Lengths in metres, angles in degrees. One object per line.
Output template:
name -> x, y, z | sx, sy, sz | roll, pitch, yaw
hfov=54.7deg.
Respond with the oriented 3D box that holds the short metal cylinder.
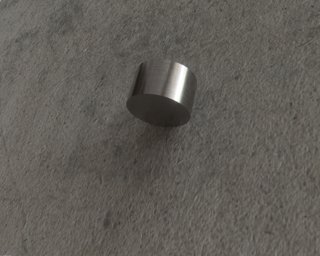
short metal cylinder -> 0.003, -0.042, 0.391 | 0.080, 0.080, 0.050 | 0, 62, 28
